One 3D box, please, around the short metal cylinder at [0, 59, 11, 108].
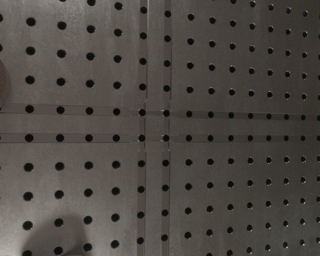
[{"bbox_3d":[-0.203,-0.050,0.324,0.081,0.050,0.079,0,90,-21],"label":"short metal cylinder"}]
